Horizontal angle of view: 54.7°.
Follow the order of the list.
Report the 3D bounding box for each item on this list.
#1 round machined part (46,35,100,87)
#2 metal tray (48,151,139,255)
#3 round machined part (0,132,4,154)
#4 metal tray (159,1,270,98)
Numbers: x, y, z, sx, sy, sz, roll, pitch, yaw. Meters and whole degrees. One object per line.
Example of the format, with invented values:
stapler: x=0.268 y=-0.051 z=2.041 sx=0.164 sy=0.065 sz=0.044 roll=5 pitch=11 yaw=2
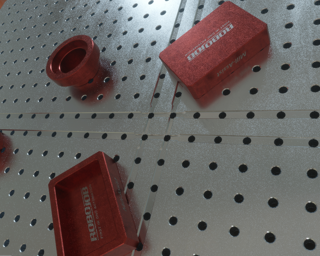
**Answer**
round machined part: x=-0.146 y=-0.112 z=0.543 sx=0.098 sy=0.042 sz=0.098 roll=-13 pitch=56 yaw=21
metal tray: x=-0.087 y=0.104 z=0.387 sx=0.090 sy=0.030 sz=0.130 roll=-31 pitch=52 yaw=8
round machined part: x=-0.333 y=0.037 z=0.550 sx=0.098 sy=0.042 sz=0.098 roll=-13 pitch=56 yaw=21
metal tray: x=0.074 y=-0.112 z=0.435 sx=0.130 sy=0.030 sz=0.090 roll=-38 pitch=51 yaw=2
